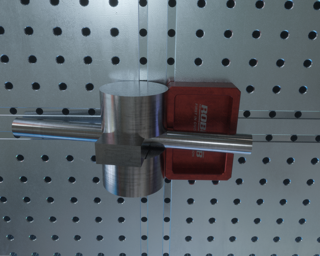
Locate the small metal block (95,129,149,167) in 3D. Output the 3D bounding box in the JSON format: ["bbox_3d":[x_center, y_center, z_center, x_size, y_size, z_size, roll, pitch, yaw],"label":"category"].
[{"bbox_3d":[-0.042,0.021,0.356,0.050,0.050,0.025,4,110,7],"label":"small metal block"}]

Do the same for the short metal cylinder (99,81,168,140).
[{"bbox_3d":[-0.031,-0.024,0.373,0.081,0.080,0.050,1,110,-1],"label":"short metal cylinder"}]

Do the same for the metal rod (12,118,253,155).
[{"bbox_3d":[-0.040,0.009,0.391,0.302,0.025,0.025,4,110,7],"label":"metal rod"}]

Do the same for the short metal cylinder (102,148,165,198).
[{"bbox_3d":[-0.034,0.046,0.400,0.081,0.080,0.050,1,110,-1],"label":"short metal cylinder"}]

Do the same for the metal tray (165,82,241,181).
[{"bbox_3d":[0.053,0.006,0.413,0.091,0.030,0.129,1,110,-1],"label":"metal tray"}]
